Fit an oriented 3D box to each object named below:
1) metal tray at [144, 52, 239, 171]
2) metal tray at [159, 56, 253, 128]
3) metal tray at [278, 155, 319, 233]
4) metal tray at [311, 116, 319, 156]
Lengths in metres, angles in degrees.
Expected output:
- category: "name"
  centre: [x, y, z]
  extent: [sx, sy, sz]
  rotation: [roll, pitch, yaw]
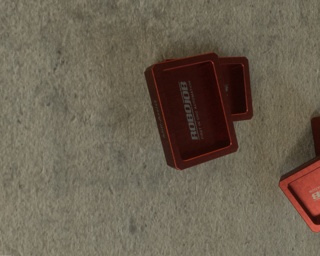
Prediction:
- category: "metal tray"
  centre: [0.041, -0.022, 0.389]
  extent: [0.091, 0.030, 0.129]
  rotation: [-16, 96, -20]
- category: "metal tray"
  centre: [0.063, -0.050, 0.430]
  extent: [0.131, 0.030, 0.089]
  rotation: [-7, 92, -20]
- category: "metal tray"
  centre: [0.254, 0.082, 0.446]
  extent: [0.130, 0.030, 0.090]
  rotation: [-38, 81, 26]
- category: "metal tray"
  centre: [0.293, 0.043, 0.483]
  extent: [0.030, 0.090, 0.129]
  rotation: [-12, 94, -26]
